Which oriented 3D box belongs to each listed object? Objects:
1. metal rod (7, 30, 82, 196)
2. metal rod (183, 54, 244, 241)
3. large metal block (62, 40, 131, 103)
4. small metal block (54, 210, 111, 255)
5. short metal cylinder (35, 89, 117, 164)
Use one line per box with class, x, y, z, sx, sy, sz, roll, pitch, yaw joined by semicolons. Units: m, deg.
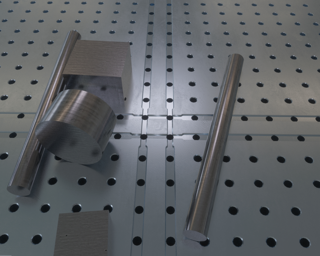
metal rod;-0.154;-0.044;0.443;0.025;0.025;0.300;1;50;1
metal rod;0.079;0.000;0.408;0.025;0.025;0.300;13;51;11
large metal block;-0.089;-0.086;0.463;0.080;0.050;0.080;4;50;3
small metal block;-0.076;0.113;0.312;0.050;0.025;0.050;-4;50;-3
short metal cylinder;-0.099;0.000;0.371;0.080;0.080;0.050;11;51;9
